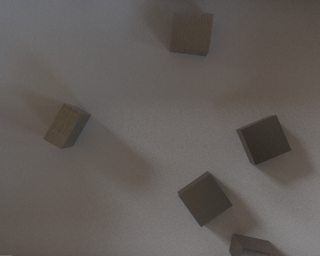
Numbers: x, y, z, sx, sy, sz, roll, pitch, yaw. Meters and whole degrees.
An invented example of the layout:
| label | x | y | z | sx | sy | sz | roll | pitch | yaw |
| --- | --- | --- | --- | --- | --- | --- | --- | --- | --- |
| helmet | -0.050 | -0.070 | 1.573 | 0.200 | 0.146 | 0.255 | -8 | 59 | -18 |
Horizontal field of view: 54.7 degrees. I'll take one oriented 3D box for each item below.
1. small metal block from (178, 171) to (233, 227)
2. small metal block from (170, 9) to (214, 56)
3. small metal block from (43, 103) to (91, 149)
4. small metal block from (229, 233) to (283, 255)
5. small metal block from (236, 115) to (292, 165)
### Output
| label | x | y | z | sx | sy | sz | roll | pitch | yaw |
| --- | --- | --- | --- | --- | --- | --- | --- | --- | --- |
| small metal block | 0.059 | 0.094 | 0.412 | 0.050 | 0.025 | 0.050 | -35 | 90 | 0 |
| small metal block | 0.041 | -0.126 | 0.411 | 0.050 | 0.025 | 0.050 | 7 | 90 | 0 |
| small metal block | -0.117 | -0.002 | 0.398 | 0.025 | 0.050 | 0.050 | 30 | 90 | 0 |
| small metal block | 0.122 | 0.162 | 0.400 | 0.050 | 0.050 | 0.025 | 12 | 90 | 0 |
| small metal block | 0.137 | 0.016 | 0.412 | 0.050 | 0.025 | 0.050 | -23 | 90 | 0 |
